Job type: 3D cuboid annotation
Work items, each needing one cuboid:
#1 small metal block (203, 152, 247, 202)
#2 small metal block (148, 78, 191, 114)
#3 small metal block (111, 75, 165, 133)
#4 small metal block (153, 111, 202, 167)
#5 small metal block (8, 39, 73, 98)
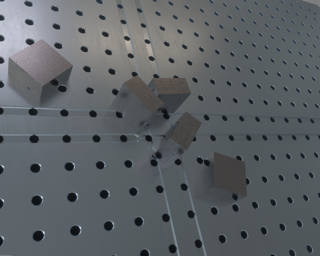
[{"bbox_3d":[0.087,0.065,0.414,0.050,0.025,0.050,19,54,-17],"label":"small metal block"},{"bbox_3d":[0.006,-0.043,0.421,0.050,0.050,0.025,-6,65,-31],"label":"small metal block"},{"bbox_3d":[-0.029,-0.030,0.394,0.050,0.050,0.025,48,51,5],"label":"small metal block"},{"bbox_3d":[0.022,0.014,0.395,0.025,0.050,0.050,37,51,-4],"label":"small metal block"},{"bbox_3d":[-0.144,-0.073,0.375,0.050,0.025,0.050,41,51,-1],"label":"small metal block"}]
